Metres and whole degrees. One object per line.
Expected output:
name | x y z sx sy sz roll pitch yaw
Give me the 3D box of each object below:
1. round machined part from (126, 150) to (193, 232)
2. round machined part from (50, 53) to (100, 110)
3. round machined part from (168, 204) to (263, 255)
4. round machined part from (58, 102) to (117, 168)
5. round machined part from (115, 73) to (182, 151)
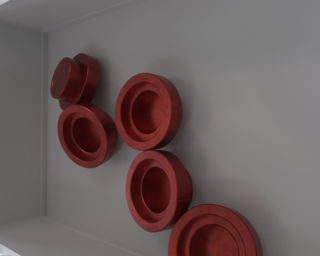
round machined part | 0.003 0.077 0.387 0.098 0.042 0.097 -7 80 48
round machined part | -0.141 -0.074 0.495 0.098 0.042 0.098 -21 61 44
round machined part | 0.061 0.134 0.333 0.098 0.042 0.098 -12 67 30
round machined part | -0.105 0.008 0.471 0.098 0.042 0.097 10 111 28
round machined part | -0.010 -0.020 0.403 0.098 0.042 0.097 -1 88 40
